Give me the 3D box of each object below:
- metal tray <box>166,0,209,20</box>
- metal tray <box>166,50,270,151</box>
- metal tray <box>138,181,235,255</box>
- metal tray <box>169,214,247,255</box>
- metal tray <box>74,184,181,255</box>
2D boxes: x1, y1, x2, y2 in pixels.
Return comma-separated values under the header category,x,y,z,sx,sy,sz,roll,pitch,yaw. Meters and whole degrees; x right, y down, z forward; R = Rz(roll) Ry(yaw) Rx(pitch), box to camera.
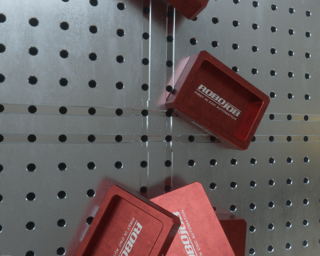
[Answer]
category,x,y,z,sx,sy,sz,roll,pitch,yaw
metal tray,0.012,-0.212,0.395,0.130,0.030,0.090,35,56,-18
metal tray,0.084,-0.036,0.440,0.130,0.030,0.090,31,80,-18
metal tray,0.034,0.143,0.387,0.091,0.030,0.130,-18,67,-14
metal tray,0.055,0.169,0.430,0.131,0.030,0.090,4,89,-20
metal tray,-0.045,0.143,0.360,0.090,0.030,0.130,25,84,24
